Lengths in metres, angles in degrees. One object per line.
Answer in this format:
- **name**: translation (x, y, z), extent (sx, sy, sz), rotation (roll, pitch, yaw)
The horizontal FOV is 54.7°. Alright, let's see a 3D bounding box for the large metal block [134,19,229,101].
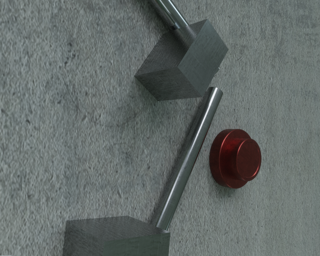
- **large metal block**: translation (0.027, -0.083, 0.393), extent (0.050, 0.080, 0.080), rotation (45, 63, -31)

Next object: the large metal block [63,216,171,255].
- **large metal block**: translation (-0.048, 0.131, 0.331), extent (0.081, 0.080, 0.050), rotation (9, 85, -40)

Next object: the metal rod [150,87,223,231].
- **metal rod**: translation (0.026, 0.072, 0.428), extent (0.025, 0.025, 0.300), rotation (39, 66, -34)

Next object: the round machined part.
- **round machined part**: translation (0.129, 0.050, 0.505), extent (0.099, 0.042, 0.097), rotation (0, 90, -40)

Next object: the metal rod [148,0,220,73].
- **metal rod**: translation (-0.011, -0.178, 0.396), extent (0.300, 0.025, 0.025), rotation (45, 63, -31)
